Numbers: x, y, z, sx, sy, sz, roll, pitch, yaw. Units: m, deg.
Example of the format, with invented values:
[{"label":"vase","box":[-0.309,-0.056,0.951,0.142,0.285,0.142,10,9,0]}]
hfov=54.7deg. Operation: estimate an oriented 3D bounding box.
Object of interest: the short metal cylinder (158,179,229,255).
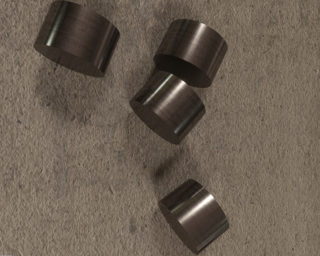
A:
[{"label":"short metal cylinder","box":[0.042,0.112,0.397,0.050,0.080,0.080,-34,102,-17]}]

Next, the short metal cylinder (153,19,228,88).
[{"label":"short metal cylinder","box":[0.039,-0.093,0.395,0.080,0.080,0.050,29,81,-18]}]

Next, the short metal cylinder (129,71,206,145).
[{"label":"short metal cylinder","box":[0.009,-0.024,0.384,0.080,0.080,0.050,45,76,-15]}]

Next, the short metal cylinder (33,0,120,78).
[{"label":"short metal cylinder","box":[-0.091,-0.096,0.346,0.080,0.080,0.050,22,83,-19]}]
